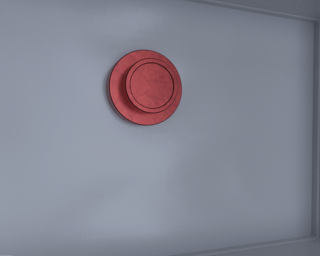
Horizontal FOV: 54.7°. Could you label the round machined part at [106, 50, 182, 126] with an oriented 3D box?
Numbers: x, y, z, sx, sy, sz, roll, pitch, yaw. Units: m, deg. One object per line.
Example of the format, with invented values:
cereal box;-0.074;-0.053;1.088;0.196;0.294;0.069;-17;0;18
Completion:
round machined part;-0.016;-0.052;0.396;0.099;0.042;0.097;0;90;-21
